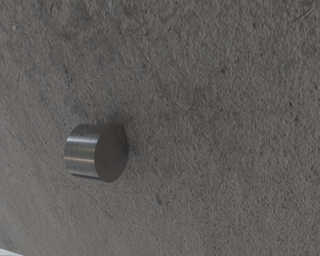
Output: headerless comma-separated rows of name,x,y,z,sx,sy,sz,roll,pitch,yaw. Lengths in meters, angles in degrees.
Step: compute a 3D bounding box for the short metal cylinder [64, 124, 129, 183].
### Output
short metal cylinder,-0.088,0.034,0.439,0.050,0.080,0.080,3,120,27
